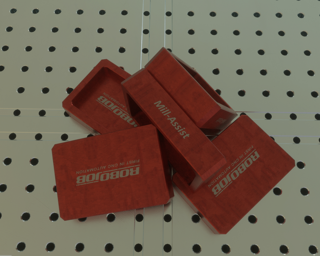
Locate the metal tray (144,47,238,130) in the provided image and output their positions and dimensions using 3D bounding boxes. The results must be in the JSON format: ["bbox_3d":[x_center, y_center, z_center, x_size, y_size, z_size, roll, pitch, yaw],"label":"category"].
[{"bbox_3d":[0.043,-0.041,0.372,0.030,0.130,0.090,-45,74,15],"label":"metal tray"}]

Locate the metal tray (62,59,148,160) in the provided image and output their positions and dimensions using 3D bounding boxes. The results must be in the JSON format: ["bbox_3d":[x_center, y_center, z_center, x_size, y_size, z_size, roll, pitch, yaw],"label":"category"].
[{"bbox_3d":[-0.051,-0.024,0.417,0.130,0.030,0.090,34,73,11],"label":"metal tray"}]

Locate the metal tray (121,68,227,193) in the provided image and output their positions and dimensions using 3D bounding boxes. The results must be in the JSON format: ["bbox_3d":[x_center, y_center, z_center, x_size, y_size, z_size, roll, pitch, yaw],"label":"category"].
[{"bbox_3d":[0.011,0.006,0.343,0.030,0.090,0.130,-37,75,-12],"label":"metal tray"}]

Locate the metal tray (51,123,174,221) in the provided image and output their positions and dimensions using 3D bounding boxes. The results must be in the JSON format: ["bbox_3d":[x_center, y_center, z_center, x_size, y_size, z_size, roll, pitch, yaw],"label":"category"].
[{"bbox_3d":[-0.056,0.052,0.364,0.131,0.030,0.090,-12,81,10],"label":"metal tray"}]

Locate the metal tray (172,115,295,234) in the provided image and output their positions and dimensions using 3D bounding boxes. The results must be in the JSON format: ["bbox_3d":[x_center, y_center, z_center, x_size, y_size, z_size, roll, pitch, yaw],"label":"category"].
[{"bbox_3d":[0.090,0.056,0.388,0.130,0.030,0.090,-39,75,-14],"label":"metal tray"}]
